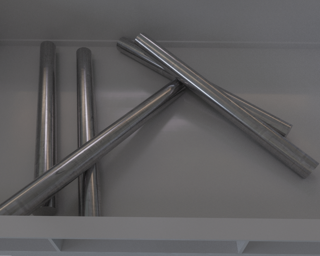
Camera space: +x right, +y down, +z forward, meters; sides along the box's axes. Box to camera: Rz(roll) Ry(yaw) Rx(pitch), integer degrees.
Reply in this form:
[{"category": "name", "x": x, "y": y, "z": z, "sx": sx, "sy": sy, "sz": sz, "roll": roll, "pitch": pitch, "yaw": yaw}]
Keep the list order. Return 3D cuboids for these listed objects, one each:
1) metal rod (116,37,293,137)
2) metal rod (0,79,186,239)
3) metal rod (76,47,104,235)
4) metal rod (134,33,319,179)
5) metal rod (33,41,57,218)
[{"category": "metal rod", "x": 0.050, "y": -0.068, "z": 0.461, "sx": 0.300, "sy": 0.025, "sz": 0.025, "roll": 33, "pitch": 57, "yaw": 24}, {"category": "metal rod", "x": -0.063, "y": 0.015, "z": 0.363, "sx": 0.025, "sy": 0.025, "sz": 0.302, "roll": 30, "pitch": 48, "yaw": 23}, {"category": "metal rod", "x": -0.097, "y": -0.009, "z": 0.411, "sx": 0.025, "sy": 0.025, "sz": 0.300, "roll": -8, "pitch": 50, "yaw": -7}, {"category": "metal rod", "x": 0.074, "y": -0.042, "z": 0.419, "sx": 0.025, "sy": 0.025, "sz": 0.300, "roll": -37, "pitch": 66, "yaw": -27}, {"category": "metal rod", "x": -0.154, "y": -0.023, "z": 0.422, "sx": 0.025, "sy": 0.025, "sz": 0.300, "roll": -10, "pitch": 51, "yaw": -8}]
